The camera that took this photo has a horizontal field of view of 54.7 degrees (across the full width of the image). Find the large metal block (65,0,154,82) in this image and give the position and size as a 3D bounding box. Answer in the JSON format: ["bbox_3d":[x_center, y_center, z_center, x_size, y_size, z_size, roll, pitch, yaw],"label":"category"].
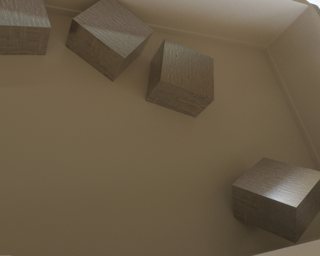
[{"bbox_3d":[-0.068,-0.124,0.428,0.080,0.050,0.080,37,51,-3],"label":"large metal block"}]

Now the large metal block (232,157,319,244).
[{"bbox_3d":[0.149,0.085,0.390,0.081,0.080,0.050,-28,119,-38],"label":"large metal block"}]

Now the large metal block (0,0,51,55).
[{"bbox_3d":[-0.185,-0.135,0.372,0.081,0.050,0.080,-8,66,-32],"label":"large metal block"}]

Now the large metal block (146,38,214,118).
[{"bbox_3d":[0.030,-0.071,0.449,0.081,0.050,0.080,18,55,-18],"label":"large metal block"}]
